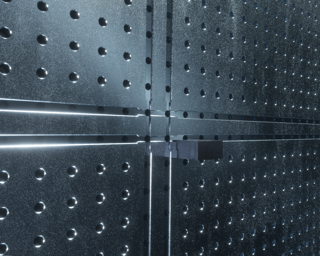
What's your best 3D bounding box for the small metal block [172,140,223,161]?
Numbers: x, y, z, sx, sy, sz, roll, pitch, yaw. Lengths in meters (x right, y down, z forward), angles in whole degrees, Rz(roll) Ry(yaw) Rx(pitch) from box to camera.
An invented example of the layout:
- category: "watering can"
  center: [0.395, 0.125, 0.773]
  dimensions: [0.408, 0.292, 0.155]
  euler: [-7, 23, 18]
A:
- category: "small metal block"
  center: [0.052, 0.030, 0.436]
  dimensions: [0.050, 0.050, 0.025]
  euler: [1, 90, -40]
